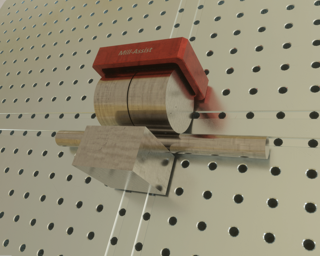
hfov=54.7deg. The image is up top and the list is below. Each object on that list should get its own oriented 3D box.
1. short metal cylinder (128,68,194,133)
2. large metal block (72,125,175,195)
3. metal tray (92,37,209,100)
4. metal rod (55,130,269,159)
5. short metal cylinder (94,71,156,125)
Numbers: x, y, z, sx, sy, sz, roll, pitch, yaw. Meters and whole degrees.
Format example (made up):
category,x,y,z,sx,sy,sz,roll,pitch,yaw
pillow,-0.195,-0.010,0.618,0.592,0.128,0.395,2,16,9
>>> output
category,x,y,z,sx,sy,sz,roll,pitch,yaw
short metal cylinder,0.004,-0.034,0.388,0.050,0.080,0.080,2,63,29
large metal block,-0.040,0.038,0.365,0.080,0.080,0.050,1,62,28
metal tray,-0.012,-0.072,0.412,0.130,0.090,0.030,1,63,29
metal rod,-0.018,0.018,0.401,0.300,0.025,0.025,1,62,28
short metal cylinder,-0.042,-0.034,0.412,0.050,0.080,0.080,1,62,28
